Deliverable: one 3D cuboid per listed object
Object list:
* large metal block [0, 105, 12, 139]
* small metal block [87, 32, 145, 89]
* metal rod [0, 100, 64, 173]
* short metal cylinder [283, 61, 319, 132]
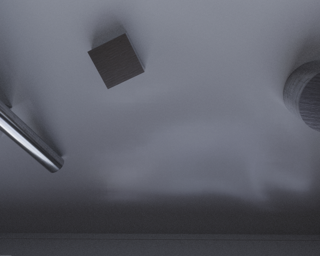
[{"bbox_3d":[-0.243,-0.010,0.375,0.080,0.080,0.050,25,108,-10],"label":"large metal block"},{"bbox_3d":[-0.052,-0.083,0.380,0.050,0.025,0.050,-24,109,8],"label":"small metal block"},{"bbox_3d":[-0.201,-0.041,0.328,0.025,0.025,0.299,-24,134,8],"label":"metal rod"},{"bbox_3d":[0.203,-0.041,0.386,0.081,0.050,0.079,0,110,-1],"label":"short metal cylinder"}]
